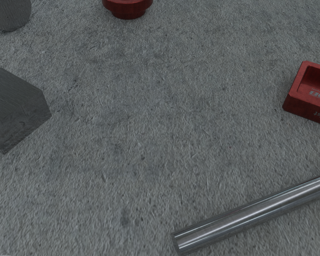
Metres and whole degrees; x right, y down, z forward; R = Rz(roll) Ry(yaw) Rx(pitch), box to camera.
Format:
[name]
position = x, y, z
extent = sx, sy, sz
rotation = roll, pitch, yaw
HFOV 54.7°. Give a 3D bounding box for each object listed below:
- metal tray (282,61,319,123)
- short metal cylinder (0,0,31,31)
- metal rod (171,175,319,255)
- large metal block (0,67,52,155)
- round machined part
[metal tray]
position = 0.252, -0.041, 0.437
extent = 0.130, 0.030, 0.090
rotation = 24, 54, 18
[short metal cylinder]
position = -0.279, -0.220, 0.549
extent = 0.050, 0.080, 0.080
rotation = 31, 56, 23
[metal rod]
position = 0.156, 0.074, 0.343
extent = 0.302, 0.025, 0.025
rotation = -17, 52, -14
[large metal block]
position = -0.206, -0.024, 0.405
extent = 0.080, 0.050, 0.080
rotation = 28, 55, 21
[round machined part]
position = -0.062, -0.246, 0.598
extent = 0.099, 0.042, 0.098
rotation = 0, 50, 0
